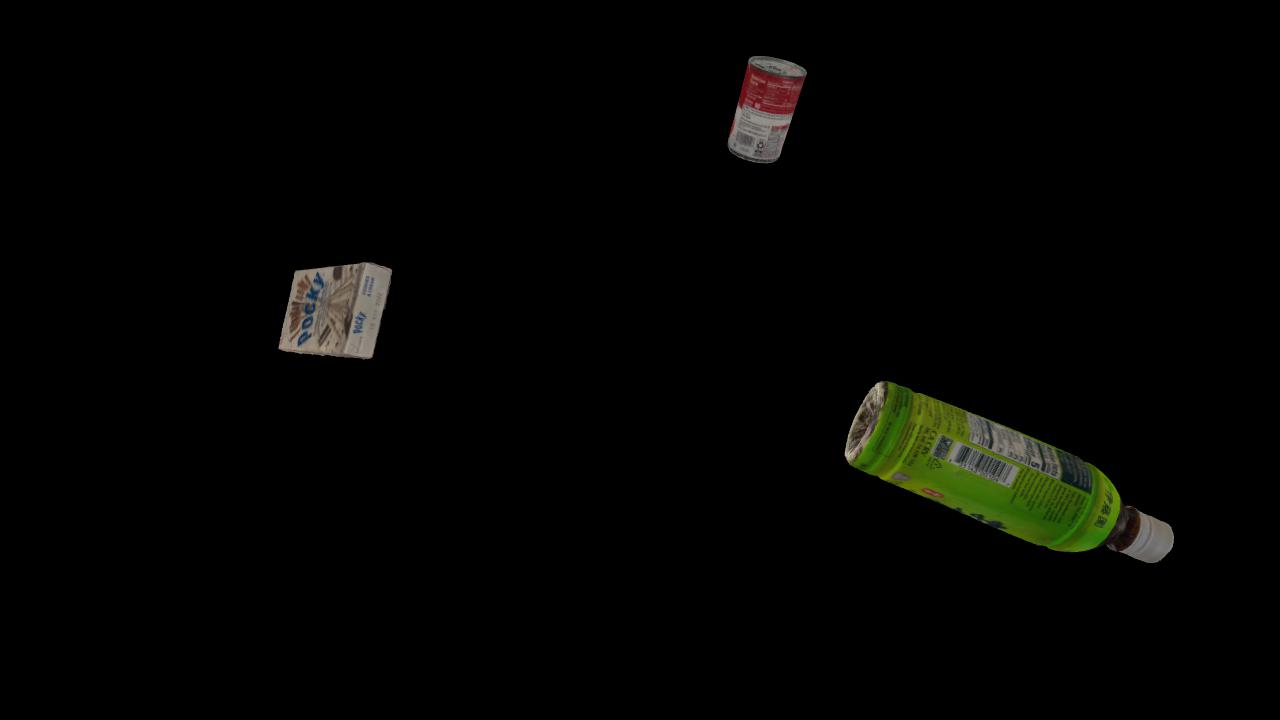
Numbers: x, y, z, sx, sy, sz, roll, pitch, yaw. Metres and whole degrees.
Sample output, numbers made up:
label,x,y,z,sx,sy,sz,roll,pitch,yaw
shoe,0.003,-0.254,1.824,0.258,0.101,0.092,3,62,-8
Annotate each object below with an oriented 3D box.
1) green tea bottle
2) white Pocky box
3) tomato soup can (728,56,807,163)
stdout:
label,x,y,z,sx,sy,sz,roll,pitch,yaw
green tea bottle,0.259,0.085,0.437,0.212,0.073,0.073,24,5,10
white Pocky box,-0.287,-0.045,0.572,0.154,0.084,0.028,3,-9,41
tomato soup can,0.147,-0.292,0.720,0.068,0.101,0.068,7,40,-6
